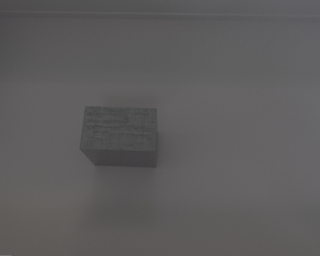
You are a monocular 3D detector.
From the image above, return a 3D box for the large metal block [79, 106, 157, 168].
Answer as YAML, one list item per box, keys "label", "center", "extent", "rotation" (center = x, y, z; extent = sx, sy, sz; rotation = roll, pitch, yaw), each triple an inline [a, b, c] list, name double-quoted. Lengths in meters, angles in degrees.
- label: "large metal block"
  center: [-0.044, 0.014, 0.375]
  extent: [0.080, 0.080, 0.050]
  rotation: [2, 70, 1]
